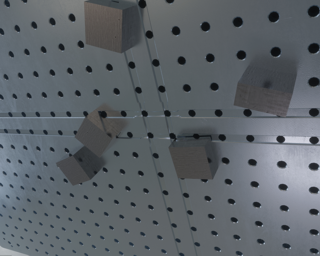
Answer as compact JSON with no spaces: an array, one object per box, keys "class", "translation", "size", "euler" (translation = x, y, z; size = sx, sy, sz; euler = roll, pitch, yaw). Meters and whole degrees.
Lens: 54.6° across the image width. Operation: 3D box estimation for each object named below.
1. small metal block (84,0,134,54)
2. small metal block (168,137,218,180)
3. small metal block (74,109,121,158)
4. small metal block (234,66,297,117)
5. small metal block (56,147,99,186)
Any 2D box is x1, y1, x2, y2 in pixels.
[{"class":"small metal block","translation":[-0.061,-0.122,0.369],"size":[0.050,0.025,0.050],"euler":[19,126,17]},{"class":"small metal block","translation":[0.045,0.040,0.413],"size":[0.050,0.025,0.050],"euler":[-3,117,30]},{"class":"small metal block","translation":[-0.094,0.009,0.467],"size":[0.050,0.025,0.050],"euler":[40,129,1]},{"class":"small metal block","translation":[0.107,-0.039,0.315],"size":[0.050,0.050,0.025],"euler":[16,125,19]},{"class":"small metal block","translation":[-0.140,0.066,0.527],"size":[0.050,0.025,0.050],"euler":[-23,106,36]}]
